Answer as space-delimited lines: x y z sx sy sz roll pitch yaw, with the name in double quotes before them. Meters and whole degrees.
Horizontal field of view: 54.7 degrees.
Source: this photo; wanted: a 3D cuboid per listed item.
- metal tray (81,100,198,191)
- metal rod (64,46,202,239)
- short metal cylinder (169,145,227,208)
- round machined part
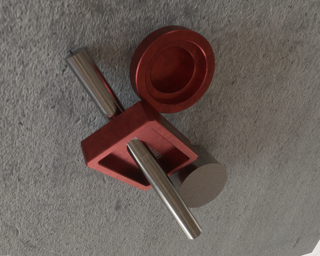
"metal tray" -0.019 0.028 0.377 0.090 0.030 0.130 -34 145 11
"metal rod" -0.019 0.038 0.383 0.025 0.025 0.299 -34 118 -6
"short metal cylinder" 0.052 0.072 0.464 0.081 0.050 0.079 -14 124 -21
"round machined part" 0.011 -0.069 0.359 0.099 0.042 0.097 -14 124 -21
